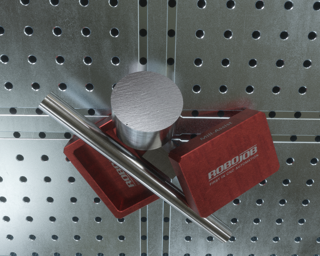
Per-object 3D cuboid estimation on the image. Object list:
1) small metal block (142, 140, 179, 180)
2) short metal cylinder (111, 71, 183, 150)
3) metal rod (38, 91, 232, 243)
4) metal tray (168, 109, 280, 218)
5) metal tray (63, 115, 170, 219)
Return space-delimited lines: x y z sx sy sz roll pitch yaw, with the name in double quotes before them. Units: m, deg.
"small metal block" 0.005 0.033 0.407 0.050 0.050 0.025 39 106 -13
"short metal cylinder" -0.017 -0.020 0.366 0.081 0.080 0.050 8 152 -3
"metal rod" -0.021 0.058 0.399 0.301 0.025 0.025 39 105 -14
"metal tray" 0.085 0.043 0.396 0.131 0.030 0.090 -28 110 -16
"metal tray" -0.055 0.053 0.425 0.090 0.030 0.130 -30 108 10
